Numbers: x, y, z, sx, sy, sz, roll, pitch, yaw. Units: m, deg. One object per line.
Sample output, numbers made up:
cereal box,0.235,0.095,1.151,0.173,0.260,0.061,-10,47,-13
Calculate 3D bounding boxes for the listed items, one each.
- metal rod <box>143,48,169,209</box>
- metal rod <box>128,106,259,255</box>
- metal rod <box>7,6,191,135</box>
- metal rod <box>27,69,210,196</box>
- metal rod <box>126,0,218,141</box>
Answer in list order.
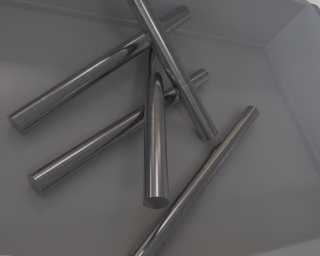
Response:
metal rod,-0.007,-0.041,0.394,0.025,0.025,0.300,16,45,-19
metal rod,0.063,0.055,0.405,0.025,0.025,0.302,45,51,2
metal rod,-0.057,-0.090,0.404,0.025,0.025,0.301,45,59,3
metal rod,-0.027,-0.013,0.398,0.025,0.025,0.302,49,51,6
metal rod,-0.001,-0.112,0.394,0.025,0.025,0.299,-45,113,-39
